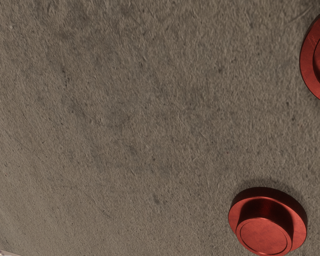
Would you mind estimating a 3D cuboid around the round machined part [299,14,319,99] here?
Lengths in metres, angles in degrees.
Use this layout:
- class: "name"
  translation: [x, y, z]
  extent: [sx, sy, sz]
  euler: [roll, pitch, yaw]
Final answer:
- class: "round machined part"
  translation: [0.174, -0.066, 0.264]
  extent: [0.098, 0.042, 0.097]
  euler: [13, 124, 20]

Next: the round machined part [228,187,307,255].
- class: "round machined part"
  translation: [0.137, 0.128, 0.403]
  extent: [0.098, 0.042, 0.097]
  euler: [13, 124, 20]
